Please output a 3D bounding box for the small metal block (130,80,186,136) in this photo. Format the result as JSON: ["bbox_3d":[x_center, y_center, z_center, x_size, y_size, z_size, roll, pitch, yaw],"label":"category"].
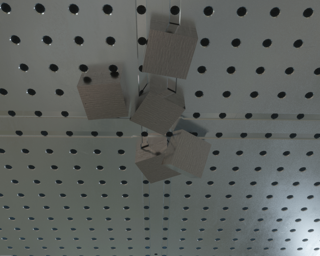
[{"bbox_3d":[-0.003,-0.024,0.391,0.050,0.025,0.050,24,126,-20],"label":"small metal block"}]

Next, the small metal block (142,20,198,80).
[{"bbox_3d":[0.010,-0.085,0.339,0.050,0.025,0.050,9,130,-8],"label":"small metal block"}]

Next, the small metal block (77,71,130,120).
[{"bbox_3d":[-0.067,-0.039,0.378,0.050,0.025,0.050,-5,130,4],"label":"small metal block"}]

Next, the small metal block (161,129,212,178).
[{"bbox_3d":[0.037,0.036,0.423,0.050,0.050,0.025,27,161,-21],"label":"small metal block"}]

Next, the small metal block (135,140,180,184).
[{"bbox_3d":[-0.002,0.050,0.454,0.050,0.025,0.050,-20,128,16],"label":"small metal block"}]
